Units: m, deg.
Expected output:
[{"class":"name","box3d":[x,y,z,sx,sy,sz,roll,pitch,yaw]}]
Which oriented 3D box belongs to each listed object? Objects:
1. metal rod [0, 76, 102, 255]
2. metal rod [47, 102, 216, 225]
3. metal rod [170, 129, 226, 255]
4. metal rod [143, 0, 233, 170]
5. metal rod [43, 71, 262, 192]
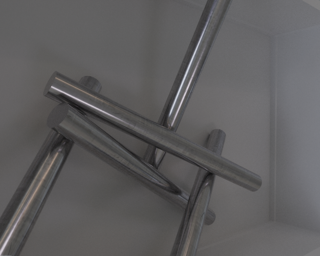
[{"class":"metal rod","box3d":[-0.105,0.061,0.245,0.025,0.025,0.300,46,40,-30]},{"class":"metal rod","box3d":[-0.006,0.062,0.363,0.300,0.025,0.025,43,64,-44]},{"class":"metal rod","box3d":[0.044,0.093,0.367,0.025,0.025,0.301,61,32,-22]},{"class":"metal rod","box3d":[0.035,-0.066,0.353,0.025,0.025,0.298,9,110,-40]},{"class":"metal rod","box3d":[0.017,0.018,0.355,0.301,0.025,0.025,27,73,-31]}]
